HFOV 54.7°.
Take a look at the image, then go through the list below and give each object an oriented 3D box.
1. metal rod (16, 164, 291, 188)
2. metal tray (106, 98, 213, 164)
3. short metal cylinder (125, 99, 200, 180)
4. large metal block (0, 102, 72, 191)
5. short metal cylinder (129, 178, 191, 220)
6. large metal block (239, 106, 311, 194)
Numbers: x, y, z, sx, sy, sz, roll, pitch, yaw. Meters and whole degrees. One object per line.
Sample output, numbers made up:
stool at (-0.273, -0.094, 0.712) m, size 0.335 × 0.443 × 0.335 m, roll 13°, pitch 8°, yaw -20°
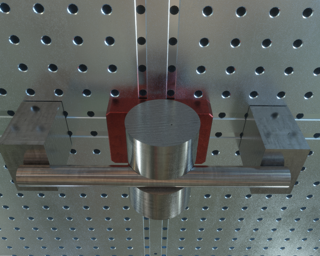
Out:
metal rod at (-0.006, 0.055, 0.352) m, size 0.302 × 0.025 × 0.025 m, roll 0°, pitch 130°, yaw -1°
metal tray at (-0.001, 0.006, 0.413) m, size 0.131 × 0.030 × 0.089 m, roll 1°, pitch 130°, yaw -1°
short metal cylinder at (0.002, 0.011, 0.346) m, size 0.081 × 0.080 × 0.050 m, roll 1°, pitch 130°, yaw -1°
large metal block at (-0.152, 0.022, 0.391) m, size 0.050 × 0.080 × 0.079 m, roll 1°, pitch 130°, yaw -1°
short metal cylinder at (0.000, 0.068, 0.394) m, size 0.081 × 0.080 × 0.050 m, roll 1°, pitch 130°, yaw -1°
large metal block at (0.141, 0.028, 0.399) m, size 0.050 × 0.080 × 0.079 m, roll 1°, pitch 130°, yaw -1°
